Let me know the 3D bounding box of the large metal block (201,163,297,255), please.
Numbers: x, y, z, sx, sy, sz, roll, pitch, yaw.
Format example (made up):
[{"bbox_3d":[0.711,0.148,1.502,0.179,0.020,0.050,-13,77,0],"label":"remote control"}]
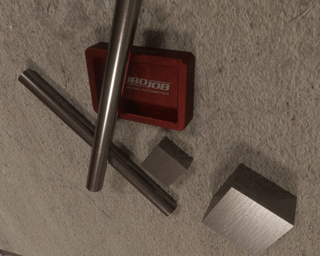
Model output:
[{"bbox_3d":[0.113,0.105,0.396,0.080,0.050,0.079,32,128,7],"label":"large metal block"}]

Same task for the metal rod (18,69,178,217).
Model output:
[{"bbox_3d":[-0.091,0.023,0.467,0.300,0.025,0.025,43,129,-2],"label":"metal rod"}]

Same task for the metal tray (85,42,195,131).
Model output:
[{"bbox_3d":[-0.025,-0.052,0.382,0.130,0.030,0.089,12,124,21],"label":"metal tray"}]

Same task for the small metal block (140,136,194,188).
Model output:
[{"bbox_3d":[0.009,0.048,0.430,0.050,0.025,0.050,40,129,0],"label":"small metal block"}]

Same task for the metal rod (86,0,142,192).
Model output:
[{"bbox_3d":[-0.063,-0.025,0.383,0.025,0.025,0.298,27,128,11],"label":"metal rod"}]
